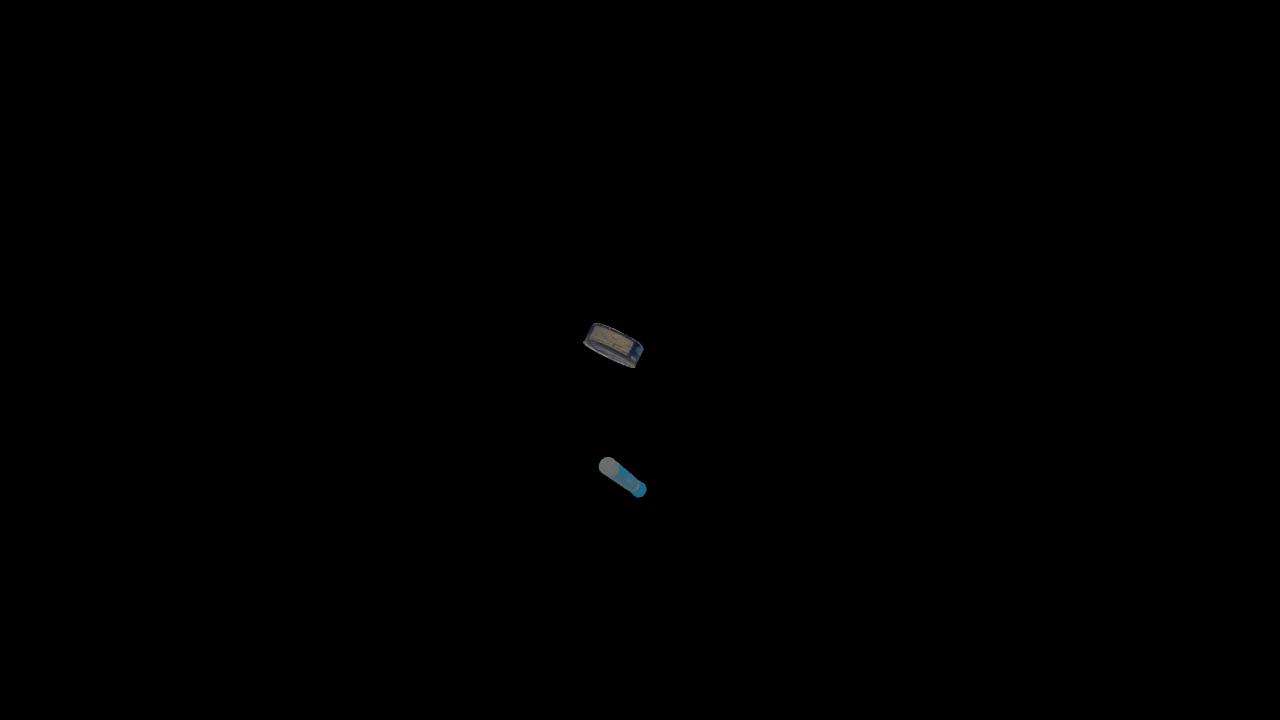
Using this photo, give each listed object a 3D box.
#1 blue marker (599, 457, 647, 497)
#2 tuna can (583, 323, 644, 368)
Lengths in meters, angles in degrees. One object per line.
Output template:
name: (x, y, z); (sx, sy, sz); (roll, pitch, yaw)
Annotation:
blue marker: (-0.017, 0.133, 0.689); (0.020, 0.020, 0.121); (0, -24, 18)
tuna can: (-0.038, -0.021, 0.888); (0.084, 0.034, 0.084); (25, -7, 4)
